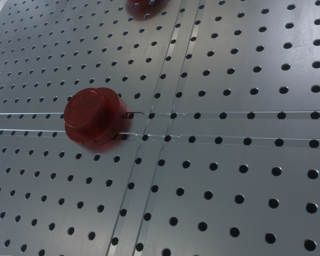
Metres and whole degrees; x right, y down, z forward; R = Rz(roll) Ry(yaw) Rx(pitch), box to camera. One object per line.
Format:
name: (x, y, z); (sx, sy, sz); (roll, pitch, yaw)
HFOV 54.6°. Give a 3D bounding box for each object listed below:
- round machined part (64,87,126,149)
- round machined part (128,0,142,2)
round machined part: (-0.104, -0.022, 0.467); (0.098, 0.042, 0.098); (-13, 56, 21)
round machined part: (-0.045, -0.283, 0.596); (0.098, 0.042, 0.098); (-13, 56, 21)
